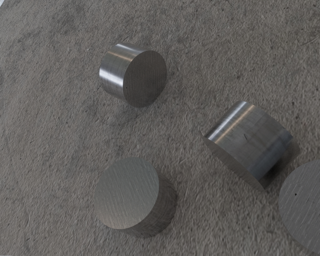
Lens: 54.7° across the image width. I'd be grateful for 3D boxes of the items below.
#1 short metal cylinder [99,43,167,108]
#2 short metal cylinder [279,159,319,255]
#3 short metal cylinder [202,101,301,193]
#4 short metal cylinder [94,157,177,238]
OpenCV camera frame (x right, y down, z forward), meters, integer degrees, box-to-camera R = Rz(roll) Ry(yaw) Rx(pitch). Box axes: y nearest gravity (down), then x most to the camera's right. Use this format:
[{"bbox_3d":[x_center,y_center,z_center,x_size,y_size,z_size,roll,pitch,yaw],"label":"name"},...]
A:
[{"bbox_3d":[-0.036,-0.074,0.433,0.050,0.080,0.080,28,77,37],"label":"short metal cylinder"},{"bbox_3d":[0.147,0.073,0.266,0.080,0.050,0.080,-13,56,21],"label":"short metal cylinder"},{"bbox_3d":[0.089,0.018,0.310,0.050,0.080,0.080,-46,51,-4],"label":"short metal cylinder"},{"bbox_3d":[-0.027,0.080,0.353,0.080,0.050,0.080,-13,56,21],"label":"short metal cylinder"}]
